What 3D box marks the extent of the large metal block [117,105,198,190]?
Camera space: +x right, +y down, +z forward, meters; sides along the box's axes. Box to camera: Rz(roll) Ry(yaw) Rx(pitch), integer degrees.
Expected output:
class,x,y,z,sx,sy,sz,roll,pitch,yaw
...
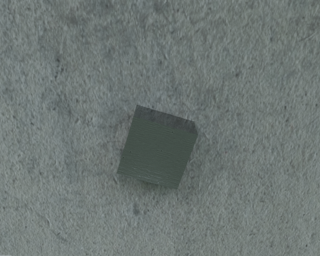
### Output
class,x,y,z,sx,sy,sz,roll,pitch,yaw
large metal block,-0.004,0.024,0.405,0.080,0.050,0.080,16,109,-6
